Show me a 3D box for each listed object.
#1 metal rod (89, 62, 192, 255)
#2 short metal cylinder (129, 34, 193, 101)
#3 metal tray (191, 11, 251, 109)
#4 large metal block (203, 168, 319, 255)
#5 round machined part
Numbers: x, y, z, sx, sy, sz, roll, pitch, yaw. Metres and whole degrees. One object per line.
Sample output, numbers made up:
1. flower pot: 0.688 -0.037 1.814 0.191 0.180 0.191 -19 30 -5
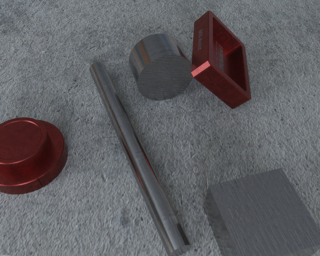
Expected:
1. metal rod: -0.039 0.014 0.390 0.025 0.025 0.300 -18 52 -15
2. short metal cylinder: 0.001 -0.085 0.439 0.081 0.080 0.050 -13 52 -11
3. metal tray: 0.089 -0.101 0.452 0.090 0.030 0.130 34 44 -28
4. large metal block: 0.098 0.095 0.309 0.081 0.050 0.080 -12 51 -10
5. round machined part: -0.165 0.026 0.369 0.099 0.042 0.098 0 50 0
